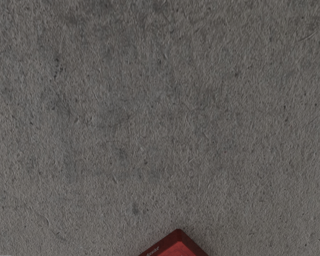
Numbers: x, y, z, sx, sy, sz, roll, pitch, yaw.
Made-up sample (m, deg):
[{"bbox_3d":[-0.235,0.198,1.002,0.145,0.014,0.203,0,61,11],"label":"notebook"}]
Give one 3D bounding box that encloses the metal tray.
[{"bbox_3d":[0.010,0.229,0.491,0.130,0.030,0.090,-39,106,13],"label":"metal tray"}]
